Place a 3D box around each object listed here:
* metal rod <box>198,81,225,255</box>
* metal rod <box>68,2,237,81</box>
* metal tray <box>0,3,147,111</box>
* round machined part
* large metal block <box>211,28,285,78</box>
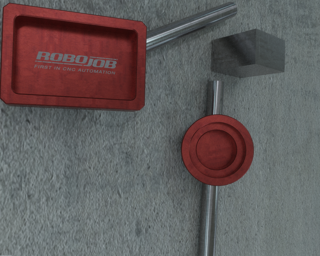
[{"bbox_3d":[0.078,0.078,0.472,0.025,0.025,0.298,6,86,-40],"label":"metal rod"},{"bbox_3d":[0.011,-0.126,0.415,0.302,0.025,0.025,-33,111,-35],"label":"metal rod"},{"bbox_3d":[-0.081,-0.064,0.304,0.131,0.030,0.089,2,89,-18],"label":"metal tray"},{"bbox_3d":[0.079,0.031,0.441,0.099,0.042,0.097,0,87,1],"label":"round machined part"},{"bbox_3d":[0.138,-0.113,0.488,0.081,0.080,0.050,2,89,-40],"label":"large metal block"}]
